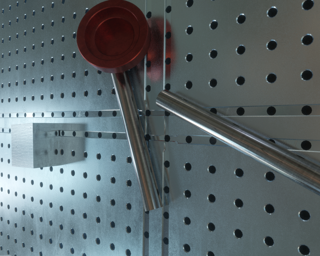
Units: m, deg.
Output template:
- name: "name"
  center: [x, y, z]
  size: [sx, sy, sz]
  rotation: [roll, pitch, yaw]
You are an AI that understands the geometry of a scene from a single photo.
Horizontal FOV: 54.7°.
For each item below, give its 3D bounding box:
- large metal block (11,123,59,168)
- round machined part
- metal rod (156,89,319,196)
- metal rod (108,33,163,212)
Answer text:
- name: "large metal block"
  center: [-0.236, 0.032, 0.584]
  size: [0.080, 0.050, 0.079]
  rotation: [-2, 89, 39]
- name: "round machined part"
  center: [-0.060, -0.122, 0.428]
  size: [0.098, 0.042, 0.097]
  rotation: [-2, 80, 10]
- name: "metal rod"
  center: [0.109, 0.025, 0.318]
  size: [0.300, 0.025, 0.025]
  rotation: [31, 109, 35]
- name: "metal rod"
  center: [-0.046, -0.033, 0.445]
  size: [0.025, 0.025, 0.299]
  rotation: [-25, 75, 37]
